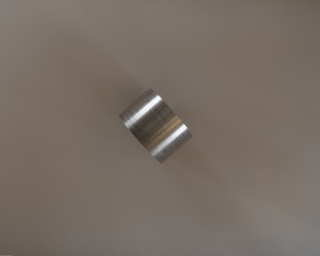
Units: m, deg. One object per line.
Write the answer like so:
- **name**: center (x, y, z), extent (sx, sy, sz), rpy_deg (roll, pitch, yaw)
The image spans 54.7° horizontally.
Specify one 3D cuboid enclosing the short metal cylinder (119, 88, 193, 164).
- **short metal cylinder**: center (-0.005, -0.003, 0.381), extent (0.050, 0.080, 0.080), rpy_deg (-41, 91, 0)
